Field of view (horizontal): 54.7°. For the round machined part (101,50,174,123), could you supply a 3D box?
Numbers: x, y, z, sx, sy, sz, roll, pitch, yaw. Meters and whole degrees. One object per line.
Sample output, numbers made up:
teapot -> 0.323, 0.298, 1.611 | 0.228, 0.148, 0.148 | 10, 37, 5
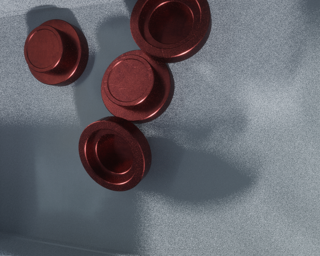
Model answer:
round machined part -> -0.034, -0.057, 0.406 | 0.098, 0.042, 0.098 | -3, 80, 17

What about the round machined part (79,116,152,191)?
round machined part -> -0.055, 0.031, 0.411 | 0.098, 0.042, 0.097 | 8, 111, 22

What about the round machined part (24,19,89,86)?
round machined part -> -0.159, -0.113, 0.458 | 0.098, 0.042, 0.097 | 0, 90, 20

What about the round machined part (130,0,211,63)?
round machined part -> 0.016, -0.128, 0.390 | 0.098, 0.042, 0.097 | -2, 82, 13
